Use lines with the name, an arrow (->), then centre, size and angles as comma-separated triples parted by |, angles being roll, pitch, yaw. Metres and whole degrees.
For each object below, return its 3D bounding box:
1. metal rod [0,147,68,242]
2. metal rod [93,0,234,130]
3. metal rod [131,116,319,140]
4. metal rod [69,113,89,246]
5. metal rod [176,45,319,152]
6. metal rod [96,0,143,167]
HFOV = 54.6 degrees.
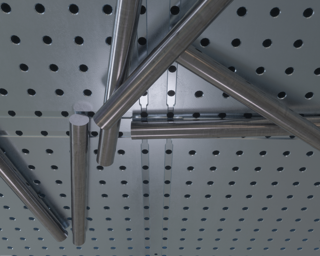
metal rod -> -0.220, 0.092, 0.487 | 0.025, 0.025, 0.299 | -11, 130, 9
metal rod -> 0.031, -0.101, 0.307 | 0.025, 0.025, 0.299 | 35, 116, -26
metal rod -> 0.113, -0.001, 0.411 | 0.302, 0.025, 0.025 | -1, 130, 1
metal rod -> -0.129, 0.101, 0.496 | 0.025, 0.025, 0.298 | 7, 130, -6
metal rod -> 0.148, -0.014, 0.375 | 0.301, 0.025, 0.025 | 29, 125, -14
metal rod -> -0.048, -0.064, 0.356 | 0.025, 0.025, 0.298 | 9, 130, -8
